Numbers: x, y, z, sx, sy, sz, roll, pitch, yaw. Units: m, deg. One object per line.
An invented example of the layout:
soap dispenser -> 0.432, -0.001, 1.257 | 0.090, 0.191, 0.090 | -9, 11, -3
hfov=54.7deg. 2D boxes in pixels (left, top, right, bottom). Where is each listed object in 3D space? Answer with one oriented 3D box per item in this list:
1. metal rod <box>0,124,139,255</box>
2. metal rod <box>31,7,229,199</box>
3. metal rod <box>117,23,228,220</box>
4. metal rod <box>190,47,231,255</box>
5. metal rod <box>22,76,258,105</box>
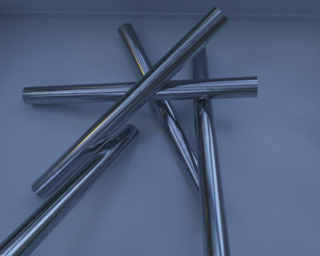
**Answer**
metal rod -> -0.103, 0.080, 0.297 | 0.025, 0.025, 0.301 | 29, 40, 10
metal rod -> -0.039, -0.025, 0.366 | 0.300, 0.025, 0.025 | -43, 75, 6
metal rod -> 0.009, -0.019, 0.416 | 0.025, 0.025, 0.299 | -23, 72, -8
metal rod -> 0.054, 0.009, 0.367 | 0.025, 0.025, 0.300 | 0, 55, 0
metal rod -> -0.034, -0.046, 0.393 | 0.301, 0.025, 0.025 | -1, 70, 12
